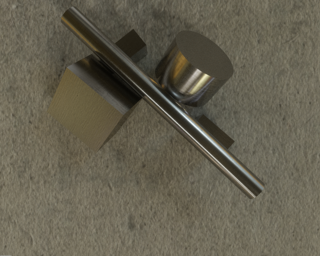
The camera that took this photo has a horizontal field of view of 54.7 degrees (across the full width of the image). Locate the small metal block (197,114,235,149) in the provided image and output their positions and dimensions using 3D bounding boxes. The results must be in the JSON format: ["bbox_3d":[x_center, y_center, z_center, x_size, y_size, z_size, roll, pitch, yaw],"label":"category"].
[{"bbox_3d":[0.063,0.009,0.396,0.050,0.050,0.025,41,90,-1],"label":"small metal block"}]

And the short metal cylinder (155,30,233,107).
[{"bbox_3d":[0.041,-0.072,0.378,0.080,0.080,0.050,39,131,0],"label":"short metal cylinder"}]

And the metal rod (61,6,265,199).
[{"bbox_3d":[0.004,-0.029,0.361,0.300,0.025,0.025,43,90,-1],"label":"metal rod"}]

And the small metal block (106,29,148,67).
[{"bbox_3d":[-0.044,-0.095,0.398,0.050,0.050,0.025,-39,90,0],"label":"small metal block"}]

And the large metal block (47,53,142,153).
[{"bbox_3d":[-0.080,-0.030,0.380,0.080,0.050,0.080,41,130,-1],"label":"large metal block"}]
